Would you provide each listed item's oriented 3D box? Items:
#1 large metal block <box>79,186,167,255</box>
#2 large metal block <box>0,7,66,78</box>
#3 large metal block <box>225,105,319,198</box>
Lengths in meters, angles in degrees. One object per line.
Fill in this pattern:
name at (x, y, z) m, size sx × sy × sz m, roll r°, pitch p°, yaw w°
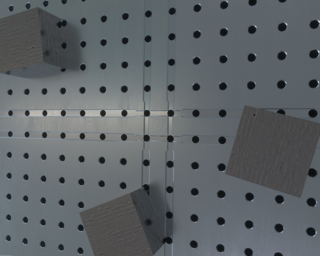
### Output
large metal block at (-0.049, 0.134, 0.417) m, size 0.080 × 0.050 × 0.080 m, roll -24°, pitch 82°, yaw 18°
large metal block at (-0.195, -0.125, 0.469) m, size 0.080 × 0.050 × 0.080 m, roll -8°, pitch 88°, yaw 20°
large metal block at (0.128, 0.024, 0.354) m, size 0.080 × 0.050 × 0.080 m, roll 16°, pitch 96°, yaw 19°
